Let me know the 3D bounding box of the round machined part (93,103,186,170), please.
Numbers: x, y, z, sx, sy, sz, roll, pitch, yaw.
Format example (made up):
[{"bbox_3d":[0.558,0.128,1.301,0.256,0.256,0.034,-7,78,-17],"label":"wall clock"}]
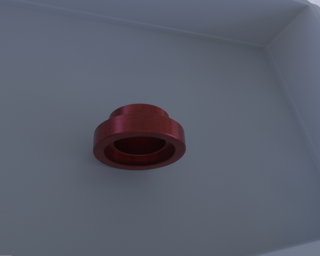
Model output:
[{"bbox_3d":[-0.023,0.009,0.341,0.099,0.098,0.042,10,58,-23],"label":"round machined part"}]
